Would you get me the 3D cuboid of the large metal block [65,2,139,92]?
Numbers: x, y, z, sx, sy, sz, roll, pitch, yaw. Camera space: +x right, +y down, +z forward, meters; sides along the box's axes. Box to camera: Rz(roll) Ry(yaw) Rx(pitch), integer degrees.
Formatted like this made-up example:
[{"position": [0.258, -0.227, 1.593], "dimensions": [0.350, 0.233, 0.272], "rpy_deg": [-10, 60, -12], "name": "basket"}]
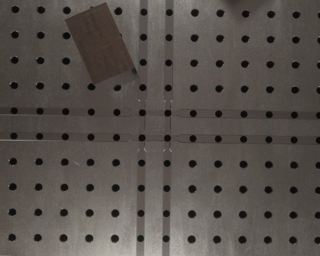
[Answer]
[{"position": [-0.067, -0.095, 0.385], "dimensions": [0.050, 0.080, 0.080], "rpy_deg": [-24, 90, 0], "name": "large metal block"}]
